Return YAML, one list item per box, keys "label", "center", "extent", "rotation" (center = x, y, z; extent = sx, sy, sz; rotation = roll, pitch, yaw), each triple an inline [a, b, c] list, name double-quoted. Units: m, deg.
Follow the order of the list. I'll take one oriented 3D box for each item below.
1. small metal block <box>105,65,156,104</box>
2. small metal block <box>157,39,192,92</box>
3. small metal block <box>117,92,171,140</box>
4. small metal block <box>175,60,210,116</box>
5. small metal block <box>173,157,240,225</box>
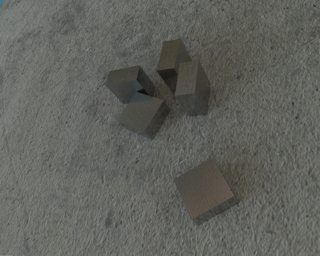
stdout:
- label: "small metal block"
  center: [-0.042, -0.061, 0.447]
  extent: [0.050, 0.050, 0.025]
  rotation: [-6, 59, 25]
- label: "small metal block"
  center: [0.022, -0.086, 0.429]
  extent: [0.025, 0.050, 0.050]
  rotation: [-2, 61, 27]
- label: "small metal block"
  center: [-0.022, -0.017, 0.426]
  extent: [0.050, 0.025, 0.050]
  rotation: [21, 73, 35]
- label: "small metal block"
  center: [0.043, -0.050, 0.396]
  extent: [0.025, 0.050, 0.050]
  rotation: [-5, 60, 26]
- label: "small metal block"
  center: [0.050, 0.068, 0.336]
  extent: [0.050, 0.025, 0.050]
  rotation: [-31, 52, 8]
